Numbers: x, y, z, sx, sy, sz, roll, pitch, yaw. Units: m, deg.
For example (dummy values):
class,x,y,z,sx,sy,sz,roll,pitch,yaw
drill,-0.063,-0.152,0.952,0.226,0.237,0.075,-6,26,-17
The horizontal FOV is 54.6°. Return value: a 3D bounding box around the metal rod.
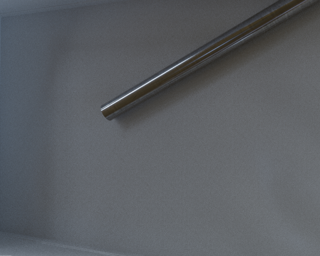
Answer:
class,x,y,z,sx,sy,sz,roll,pitch,yaw
metal rod,0.051,-0.088,0.392,0.300,0.025,0.025,-28,81,17
